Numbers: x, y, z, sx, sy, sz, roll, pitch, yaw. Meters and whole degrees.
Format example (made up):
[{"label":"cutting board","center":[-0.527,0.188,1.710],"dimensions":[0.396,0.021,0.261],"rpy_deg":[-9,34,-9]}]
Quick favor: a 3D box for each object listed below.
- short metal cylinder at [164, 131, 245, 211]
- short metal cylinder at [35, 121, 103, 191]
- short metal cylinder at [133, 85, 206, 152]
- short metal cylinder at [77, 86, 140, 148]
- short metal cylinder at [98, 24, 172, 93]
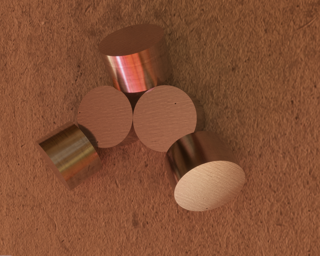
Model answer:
[{"label":"short metal cylinder","center":[0.050,0.050,0.357],"dimensions":[0.080,0.080,0.050],"rpy_deg":[-39,36,16]},{"label":"short metal cylinder","center":[-0.123,0.038,0.418],"dimensions":[0.050,0.080,0.080],"rpy_deg":[-36,75,-24]},{"label":"short metal cylinder","center":[0.013,-0.011,0.392],"dimensions":[0.080,0.050,0.080],"rpy_deg":[0,90,20]},{"label":"short metal cylinder","center":[-0.063,-0.014,0.419],"dimensions":[0.080,0.050,0.080],"rpy_deg":[0,90,20]},{"label":"short metal cylinder","center":[-0.029,-0.088,0.385],"dimensions":[0.080,0.080,0.050],"rpy_deg":[2,133,20]}]
